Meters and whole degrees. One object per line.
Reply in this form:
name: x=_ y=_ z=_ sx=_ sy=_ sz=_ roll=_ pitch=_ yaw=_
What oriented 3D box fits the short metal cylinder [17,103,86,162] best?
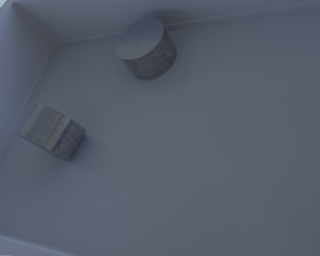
short metal cylinder: x=-0.156 y=0.007 z=0.448 sx=0.080 sy=0.080 sz=0.050 roll=16 pitch=70 yaw=34

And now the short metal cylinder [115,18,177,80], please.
short metal cylinder: x=-0.021 y=-0.120 z=0.475 sx=0.080 sy=0.050 sz=0.080 roll=-13 pitch=56 yaw=21
